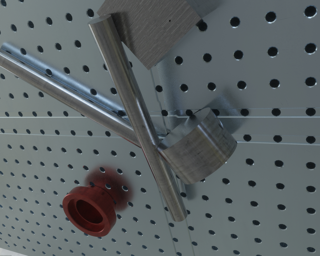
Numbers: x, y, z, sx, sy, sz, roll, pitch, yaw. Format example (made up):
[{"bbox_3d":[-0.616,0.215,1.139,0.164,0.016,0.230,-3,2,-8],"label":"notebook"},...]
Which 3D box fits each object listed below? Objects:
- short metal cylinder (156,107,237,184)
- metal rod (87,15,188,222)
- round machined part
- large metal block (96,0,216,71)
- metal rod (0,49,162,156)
[{"bbox_3d":[0.042,0.020,0.365,0.080,0.080,0.050,-33,100,38],"label":"short metal cylinder"},{"bbox_3d":[-0.016,0.011,0.385,0.025,0.025,0.299,-1,127,28],"label":"metal rod"},{"bbox_3d":[-0.119,0.141,0.548,0.098,0.042,0.097,13,124,20],"label":"round machined part"},{"bbox_3d":[-0.004,-0.121,0.321,0.080,0.050,0.080,48,129,-6],"label":"large metal block"},{"bbox_3d":[-0.125,-0.041,0.449,0.301,0.025,0.025,29,128,9],"label":"metal rod"}]
